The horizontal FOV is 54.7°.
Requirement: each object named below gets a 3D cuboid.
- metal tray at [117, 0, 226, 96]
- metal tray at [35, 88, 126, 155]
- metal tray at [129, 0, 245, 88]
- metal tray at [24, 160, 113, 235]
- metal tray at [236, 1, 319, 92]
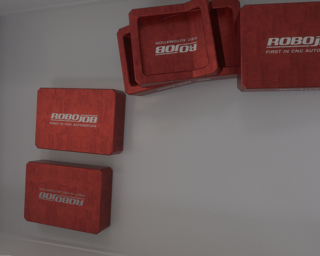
[{"bbox_3d":[0.011,-0.097,0.391,0.130,0.030,0.089,-10,87,30],"label":"metal tray"},{"bbox_3d":[-0.117,-0.011,0.449,0.130,0.030,0.089,4,91,19],"label":"metal tray"},{"bbox_3d":[0.033,-0.101,0.375,0.131,0.030,0.089,-6,88,1],"label":"metal tray"},{"bbox_3d":[-0.136,0.098,0.456,0.130,0.030,0.089,3,91,19],"label":"metal tray"},{"bbox_3d":[0.152,-0.087,0.337,0.131,0.030,0.089,-1,90,5],"label":"metal tray"}]
